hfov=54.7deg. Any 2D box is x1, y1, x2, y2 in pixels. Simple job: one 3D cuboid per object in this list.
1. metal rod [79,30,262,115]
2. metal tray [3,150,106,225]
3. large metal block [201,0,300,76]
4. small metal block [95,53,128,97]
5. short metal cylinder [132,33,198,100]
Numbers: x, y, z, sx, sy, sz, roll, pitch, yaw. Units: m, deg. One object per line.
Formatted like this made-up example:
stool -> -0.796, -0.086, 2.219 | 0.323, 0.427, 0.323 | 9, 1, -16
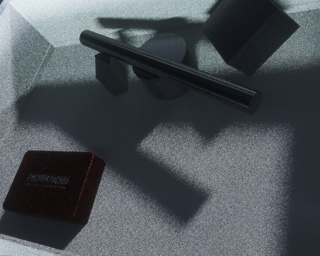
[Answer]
metal rod -> -0.011, -0.083, 0.396 | 0.300, 0.025, 0.025 | 29, 78, 37
metal tray -> -0.147, 0.079, 0.429 | 0.130, 0.030, 0.090 | -1, 61, 27
large metal block -> 0.109, -0.127, 0.389 | 0.080, 0.050, 0.080 | -48, 46, 30
small metal block -> -0.075, -0.085, 0.479 | 0.025, 0.050, 0.050 | -22, 54, 15
short metal cylinder -> 0.008, -0.086, 0.437 | 0.080, 0.050, 0.080 | -13, 56, 20
